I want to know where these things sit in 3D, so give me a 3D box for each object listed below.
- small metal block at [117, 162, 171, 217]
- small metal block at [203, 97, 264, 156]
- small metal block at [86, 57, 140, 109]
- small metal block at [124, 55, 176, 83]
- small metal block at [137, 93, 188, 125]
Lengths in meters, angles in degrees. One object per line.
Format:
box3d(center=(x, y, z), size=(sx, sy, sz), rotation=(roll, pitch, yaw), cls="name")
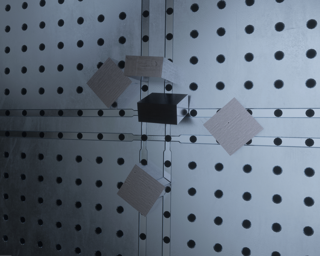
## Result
box3d(center=(-0.022, 0.082, 0.419), size=(0.050, 0.025, 0.050), rotation=(35, 101, 16), cls="small metal block")
box3d(center=(0.091, -0.002, 0.380), size=(0.050, 0.025, 0.050), rotation=(-43, 77, 14), cls="small metal block")
box3d(center=(-0.066, -0.062, 0.435), size=(0.050, 0.025, 0.050), rotation=(-46, 76, 14), cls="small metal block")
box3d(center=(-0.012, -0.076, 0.403), size=(0.050, 0.050, 0.025), rotation=(7, 92, 19), cls="small metal block")
box3d(center=(0.005, -0.026, 0.394), size=(0.050, 0.050, 0.025), rotation=(5, 112, 19), cls="small metal block")
